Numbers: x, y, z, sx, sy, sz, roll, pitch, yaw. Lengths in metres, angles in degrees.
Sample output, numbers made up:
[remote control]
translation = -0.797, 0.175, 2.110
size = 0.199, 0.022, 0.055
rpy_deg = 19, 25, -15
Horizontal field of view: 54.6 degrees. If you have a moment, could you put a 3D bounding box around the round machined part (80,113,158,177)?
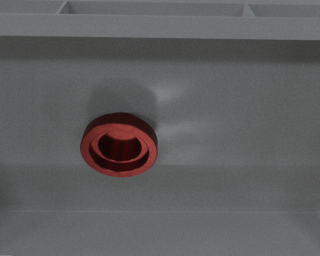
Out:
[round machined part]
translation = -0.052, 0.018, 0.413
size = 0.099, 0.042, 0.097
rpy_deg = 0, 130, 0
